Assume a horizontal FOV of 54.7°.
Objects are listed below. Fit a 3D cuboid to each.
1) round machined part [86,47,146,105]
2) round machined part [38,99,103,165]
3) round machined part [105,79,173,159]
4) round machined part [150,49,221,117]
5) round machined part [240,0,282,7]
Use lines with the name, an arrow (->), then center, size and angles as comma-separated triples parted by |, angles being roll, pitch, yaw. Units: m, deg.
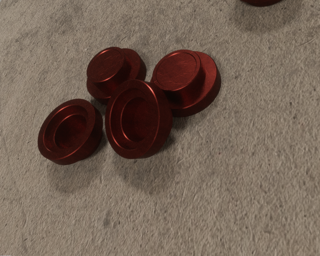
round machined part -> -0.075, -0.087, 0.484 | 0.098, 0.042, 0.098 | -13, 56, 20
round machined part -> -0.124, 0.009, 0.450 | 0.098, 0.042, 0.098 | -13, 56, 20
round machined part -> -0.023, -0.010, 0.393 | 0.098, 0.042, 0.097 | -3, 86, 42
round machined part -> 0.029, -0.066, 0.418 | 0.098, 0.042, 0.098 | -13, 56, 20
round machined part -> 0.152, -0.214, 0.444 | 0.098, 0.042, 0.098 | -13, 56, 20
